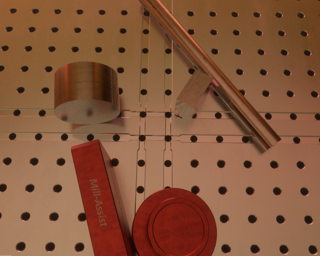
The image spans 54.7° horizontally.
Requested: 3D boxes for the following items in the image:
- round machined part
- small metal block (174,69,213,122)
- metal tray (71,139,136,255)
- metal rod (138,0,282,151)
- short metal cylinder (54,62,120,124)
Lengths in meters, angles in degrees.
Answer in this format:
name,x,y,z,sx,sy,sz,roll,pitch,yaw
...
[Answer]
name,x,y,z,sx,sy,sz,roll,pitch,yaw
round machined part,0.018,0.117,0.354,0.099,0.042,0.098,3,67,-7
small metal block,0.044,-0.042,0.414,0.025,0.050,0.050,30,73,10
metal tray,-0.060,0.087,0.344,0.030,0.090,0.130,-16,71,-6
metal rod,0.063,-0.093,0.446,0.025,0.025,0.299,-33,74,-12
short metal cylinder,-0.093,-0.042,0.397,0.081,0.080,0.050,-6,70,-3
